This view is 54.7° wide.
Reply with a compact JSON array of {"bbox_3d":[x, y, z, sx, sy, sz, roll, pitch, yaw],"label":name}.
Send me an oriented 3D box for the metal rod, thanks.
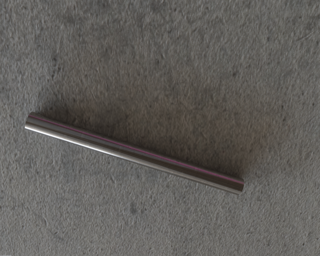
[{"bbox_3d":[-0.028,0.037,0.423,0.302,0.025,0.025,18,109,-7],"label":"metal rod"}]
